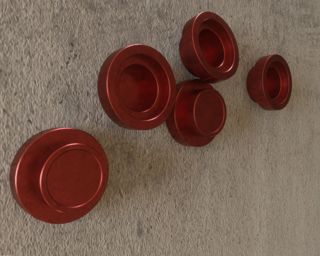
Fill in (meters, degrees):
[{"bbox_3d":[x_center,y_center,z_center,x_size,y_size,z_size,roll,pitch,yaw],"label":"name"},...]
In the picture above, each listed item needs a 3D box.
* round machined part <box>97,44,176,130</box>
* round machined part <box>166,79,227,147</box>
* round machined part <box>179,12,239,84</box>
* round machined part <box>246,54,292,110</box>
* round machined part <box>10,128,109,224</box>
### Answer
[{"bbox_3d":[-0.031,-0.046,0.368,0.099,0.042,0.097,0,90,-40],"label":"round machined part"},{"bbox_3d":[0.057,-0.021,0.441,0.099,0.042,0.097,0,90,-40],"label":"round machined part"},{"bbox_3d":[0.066,-0.110,0.442,0.099,0.042,0.098,10,75,-39],"label":"round machined part"},{"bbox_3d":[0.192,-0.080,0.554,0.099,0.042,0.097,0,90,-40],"label":"round machined part"},{"bbox_3d":[-0.094,0.049,0.315,0.099,0.042,0.097,0,90,-40],"label":"round machined part"}]
